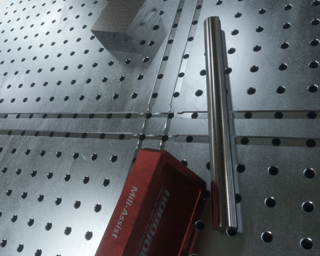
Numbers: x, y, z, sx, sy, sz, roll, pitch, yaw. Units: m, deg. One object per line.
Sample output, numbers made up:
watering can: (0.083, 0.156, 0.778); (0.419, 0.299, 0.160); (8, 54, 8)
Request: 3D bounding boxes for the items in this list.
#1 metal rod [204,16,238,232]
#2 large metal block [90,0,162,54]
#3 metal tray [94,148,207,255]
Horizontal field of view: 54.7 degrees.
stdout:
metal rod: (0.072, -0.028, 0.386); (0.025, 0.025, 0.299); (-11, 57, 22)
large metal block: (-0.057, -0.178, 0.530); (0.080, 0.050, 0.080); (16, 70, 34)
metal tray: (-0.005, 0.096, 0.306); (0.030, 0.090, 0.130); (4, 63, 42)
